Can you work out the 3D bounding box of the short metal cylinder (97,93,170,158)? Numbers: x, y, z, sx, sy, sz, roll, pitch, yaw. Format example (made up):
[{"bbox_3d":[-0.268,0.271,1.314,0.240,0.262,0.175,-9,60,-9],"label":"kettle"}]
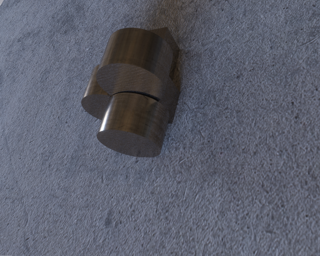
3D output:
[{"bbox_3d":[-0.033,-0.001,0.389,0.080,0.080,0.050,0,62,28],"label":"short metal cylinder"}]

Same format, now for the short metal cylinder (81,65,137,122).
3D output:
[{"bbox_3d":[-0.062,-0.045,0.431,0.080,0.080,0.050,-2,61,27],"label":"short metal cylinder"}]

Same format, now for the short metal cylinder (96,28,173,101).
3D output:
[{"bbox_3d":[-0.029,-0.070,0.364,0.080,0.080,0.050,-2,61,27],"label":"short metal cylinder"}]

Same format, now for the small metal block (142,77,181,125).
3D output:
[{"bbox_3d":[0.002,-0.038,0.414,0.025,0.050,0.050,1,62,29],"label":"small metal block"}]

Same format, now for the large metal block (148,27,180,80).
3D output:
[{"bbox_3d":[-0.023,-0.096,0.461,0.080,0.050,0.080,-2,61,27],"label":"large metal block"}]
